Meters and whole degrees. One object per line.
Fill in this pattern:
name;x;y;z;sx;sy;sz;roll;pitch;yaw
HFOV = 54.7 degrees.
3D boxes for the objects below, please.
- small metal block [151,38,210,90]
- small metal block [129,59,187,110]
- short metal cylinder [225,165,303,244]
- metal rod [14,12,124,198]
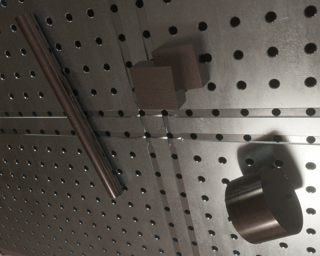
small metal block;0.024;-0.071;0.354;0.050;0.025;0.050;-4;117;30
small metal block;-0.001;-0.049;0.349;0.050;0.025;0.050;3;120;26
short metal cylinder;0.123;0.091;0.367;0.050;0.080;0.080;-34;100;38
metal rod;-0.127;-0.021;0.462;0.025;0.025;0.299;-10;114;32
